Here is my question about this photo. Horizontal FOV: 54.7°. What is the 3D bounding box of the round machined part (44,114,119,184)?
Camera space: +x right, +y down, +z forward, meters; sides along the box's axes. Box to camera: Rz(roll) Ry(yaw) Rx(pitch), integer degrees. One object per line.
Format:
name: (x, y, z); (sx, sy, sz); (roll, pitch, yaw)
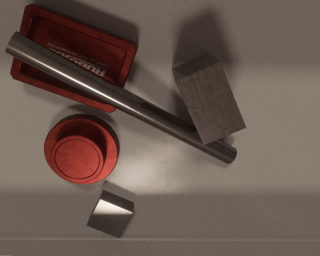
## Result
round machined part: (-0.106, 0.033, 0.413); (0.099, 0.042, 0.097); (0, 110, -1)

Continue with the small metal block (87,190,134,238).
small metal block: (-0.073, 0.127, 0.457); (0.050, 0.025, 0.050); (25, 108, -10)

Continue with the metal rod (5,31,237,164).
metal rod: (-0.028, -0.025, 0.373); (0.301, 0.025, 0.025); (27, 108, -21)

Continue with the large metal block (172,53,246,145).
large metal block: (0.055, -0.038, 0.369); (0.050, 0.080, 0.080); (-24, 109, 8)

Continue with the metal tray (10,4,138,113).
metal tray: (-0.102, -0.083, 0.376); (0.131, 0.030, 0.089); (20, 109, -8)
